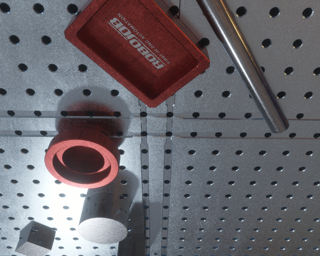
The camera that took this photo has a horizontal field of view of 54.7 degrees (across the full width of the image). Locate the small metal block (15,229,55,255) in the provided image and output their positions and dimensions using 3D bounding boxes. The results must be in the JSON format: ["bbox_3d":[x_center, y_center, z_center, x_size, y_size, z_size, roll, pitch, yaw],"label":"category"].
[{"bbox_3d":[-0.244,0.228,0.603,0.050,0.025,0.050,34,122,-26],"label":"small metal block"}]

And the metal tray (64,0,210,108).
[{"bbox_3d":[-0.021,-0.090,0.331,0.090,0.030,0.130,-36,122,26],"label":"metal tray"}]

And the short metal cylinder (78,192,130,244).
[{"bbox_3d":[-0.093,0.153,0.525,0.081,0.050,0.079,0,130,0],"label":"short metal cylinder"}]

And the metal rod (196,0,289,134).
[{"bbox_3d":[0.075,-0.097,0.329,0.025,0.025,0.300,-27,125,21],"label":"metal rod"}]

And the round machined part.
[{"bbox_3d":[-0.104,0.037,0.431,0.099,0.042,0.097,0,130,0],"label":"round machined part"}]

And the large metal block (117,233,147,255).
[{"bbox_3d":[-0.053,0.260,0.596,0.050,0.080,0.079,0,130,0],"label":"large metal block"}]
